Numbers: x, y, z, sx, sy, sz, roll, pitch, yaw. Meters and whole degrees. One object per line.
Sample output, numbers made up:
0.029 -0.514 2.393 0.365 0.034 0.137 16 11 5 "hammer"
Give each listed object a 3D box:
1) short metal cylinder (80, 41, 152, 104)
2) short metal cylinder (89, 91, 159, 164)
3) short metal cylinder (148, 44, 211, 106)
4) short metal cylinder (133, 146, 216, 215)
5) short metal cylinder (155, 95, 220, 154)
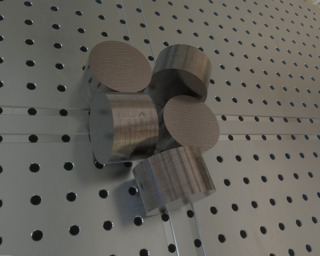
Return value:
-0.057 -0.065 0.400 0.081 0.050 0.080 13 57 -20 "short metal cylinder"
-0.043 -0.001 0.351 0.050 0.080 0.080 -2 63 -30 "short metal cylinder"
0.028 -0.068 0.429 0.080 0.080 0.050 25 52 -13 "short metal cylinder"
0.015 0.059 0.344 0.081 0.080 0.050 -7 66 -31 "short metal cylinder"
0.030 0.004 0.405 0.081 0.050 0.080 14 56 -21 "short metal cylinder"
